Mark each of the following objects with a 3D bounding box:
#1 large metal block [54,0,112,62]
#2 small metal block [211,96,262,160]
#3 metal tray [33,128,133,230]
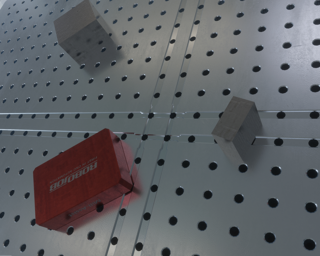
[{"bbox_3d":[-0.146,-0.184,0.582,0.080,0.050,0.080,-31,52,8],"label":"large metal block"},{"bbox_3d":[0.087,0.001,0.346,0.025,0.050,0.050,23,74,36],"label":"small metal block"},{"bbox_3d":[-0.108,0.068,0.420,0.130,0.030,0.090,-29,52,9],"label":"metal tray"}]
